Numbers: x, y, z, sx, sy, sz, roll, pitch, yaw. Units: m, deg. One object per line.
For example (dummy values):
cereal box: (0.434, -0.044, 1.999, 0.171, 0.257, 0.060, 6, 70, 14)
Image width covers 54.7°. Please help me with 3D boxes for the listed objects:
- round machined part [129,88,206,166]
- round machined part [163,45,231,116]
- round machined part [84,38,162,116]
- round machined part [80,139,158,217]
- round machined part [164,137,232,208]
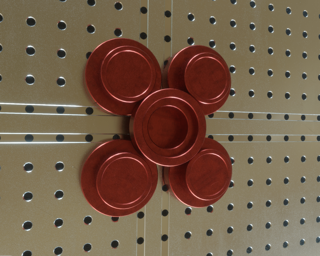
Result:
round machined part: (0.007, -0.001, 0.405, 0.099, 0.042, 0.097, 0, 90, -21)
round machined part: (0.056, -0.065, 0.425, 0.099, 0.042, 0.097, 0, 90, -21)
round machined part: (-0.043, -0.064, 0.388, 0.099, 0.042, 0.097, 0, 90, -21)
round machined part: (-0.048, 0.063, 0.387, 0.099, 0.042, 0.097, 0, 90, -21)
round machined part: (0.058, 0.061, 0.426, 0.099, 0.042, 0.097, 0, 90, -21)
